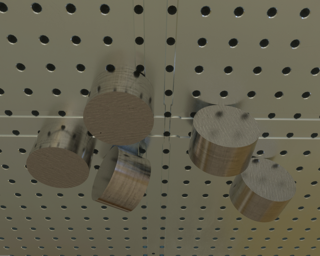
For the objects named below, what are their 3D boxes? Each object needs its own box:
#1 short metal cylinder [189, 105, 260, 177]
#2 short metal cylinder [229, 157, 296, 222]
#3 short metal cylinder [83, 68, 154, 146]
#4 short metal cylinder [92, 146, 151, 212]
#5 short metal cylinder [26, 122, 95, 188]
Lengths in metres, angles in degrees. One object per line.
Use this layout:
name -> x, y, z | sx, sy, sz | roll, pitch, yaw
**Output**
short metal cylinder -> 0.079, 0.015, 0.389 | 0.081, 0.080, 0.050 | 2, 130, -3
short metal cylinder -> 0.149, 0.089, 0.454 | 0.081, 0.080, 0.050 | 8, 130, -7
short metal cylinder -> -0.047, -0.025, 0.373 | 0.081, 0.050, 0.079 | 0, 131, 0
short metal cylinder -> -0.055, 0.072, 0.436 | 0.050, 0.080, 0.080 | 26, 125, -21
short metal cylinder -> -0.134, 0.038, 0.425 | 0.081, 0.050, 0.079 | 0, 130, 0
